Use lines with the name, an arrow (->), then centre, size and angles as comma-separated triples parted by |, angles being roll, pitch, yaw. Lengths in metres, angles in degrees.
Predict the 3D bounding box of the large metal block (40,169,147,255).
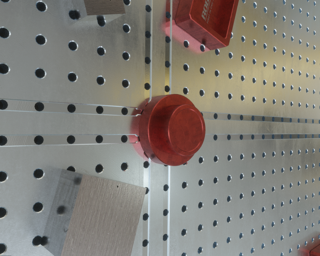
large metal block -> -0.070, 0.094, 0.335 | 0.080, 0.050, 0.080 | 21, 77, -38

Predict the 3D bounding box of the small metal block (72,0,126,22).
small metal block -> -0.071, -0.150, 0.349 | 0.050, 0.025, 0.050 | -20, 103, -38

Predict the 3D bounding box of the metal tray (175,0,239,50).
metal tray -> 0.078, -0.197, 0.470 | 0.090, 0.030, 0.130 | 24, 75, -38

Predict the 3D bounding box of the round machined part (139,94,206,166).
round machined part -> 0.023, 0.003, 0.418 | 0.099, 0.042, 0.097 | 0, 90, -40

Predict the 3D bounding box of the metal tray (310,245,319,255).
metal tray -> 0.407, 0.325, 0.747 | 0.131, 0.030, 0.089 | -5, 93, -40
